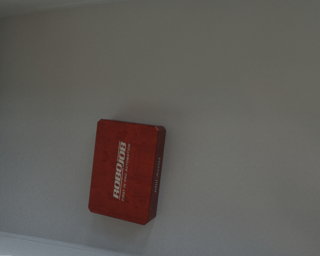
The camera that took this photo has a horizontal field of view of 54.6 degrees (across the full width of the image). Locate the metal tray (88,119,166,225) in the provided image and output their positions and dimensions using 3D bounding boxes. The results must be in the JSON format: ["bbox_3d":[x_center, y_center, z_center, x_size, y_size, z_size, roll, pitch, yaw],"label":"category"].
[{"bbox_3d":[-0.046,0.057,0.424,0.090,0.030,0.129,8,93,19],"label":"metal tray"}]
